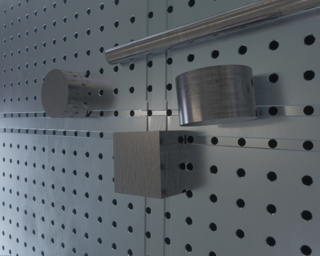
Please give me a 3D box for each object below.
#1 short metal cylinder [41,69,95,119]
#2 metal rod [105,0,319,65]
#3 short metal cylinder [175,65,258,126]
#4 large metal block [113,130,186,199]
[{"bbox_3d":[-0.156,-0.056,0.521,0.080,0.050,0.079,0,90,40],"label":"short metal cylinder"},{"bbox_3d":[0.042,-0.116,0.374,0.300,0.025,0.025,-4,88,39],"label":"metal rod"},{"bbox_3d":[0.058,-0.031,0.325,0.080,0.081,0.050,-9,85,39],"label":"short metal cylinder"},{"bbox_3d":[-0.014,0.044,0.405,0.080,0.050,0.080,-3,88,40],"label":"large metal block"}]
